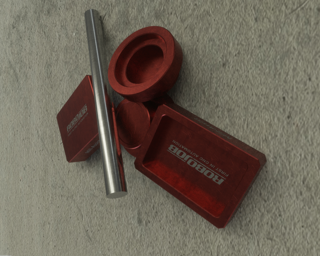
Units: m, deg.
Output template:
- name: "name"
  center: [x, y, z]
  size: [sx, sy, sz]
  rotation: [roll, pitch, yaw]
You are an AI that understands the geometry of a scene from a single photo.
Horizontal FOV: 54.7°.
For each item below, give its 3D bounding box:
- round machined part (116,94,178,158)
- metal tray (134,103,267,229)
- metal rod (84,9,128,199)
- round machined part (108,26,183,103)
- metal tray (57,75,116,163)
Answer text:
- name: "round machined part"
  center: [-0.025, -0.007, 0.417]
  size: [0.098, 0.042, 0.097]
  rotation: [0, 90, 40]
- name: "metal tray"
  center: [0.041, 0.039, 0.355]
  size: [0.130, 0.030, 0.089]
  rotation: [32, 110, 24]
- name: "metal rod"
  center: [-0.079, -0.051, 0.428]
  size: [0.025, 0.025, 0.299]
  rotation: [-34, 56, 35]
- name: "round machined part"
  center: [-0.015, -0.076, 0.393]
  size: [0.098, 0.042, 0.098]
  rotation: [-14, 61, 27]
- name: "metal tray"
  center: [-0.116, -0.011, 0.485]
  size: [0.129, 0.030, 0.090]
  rotation: [-38, 64, 42]
